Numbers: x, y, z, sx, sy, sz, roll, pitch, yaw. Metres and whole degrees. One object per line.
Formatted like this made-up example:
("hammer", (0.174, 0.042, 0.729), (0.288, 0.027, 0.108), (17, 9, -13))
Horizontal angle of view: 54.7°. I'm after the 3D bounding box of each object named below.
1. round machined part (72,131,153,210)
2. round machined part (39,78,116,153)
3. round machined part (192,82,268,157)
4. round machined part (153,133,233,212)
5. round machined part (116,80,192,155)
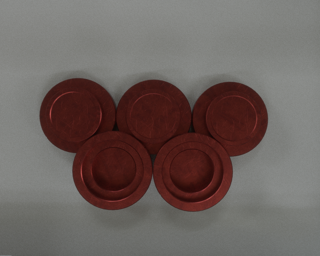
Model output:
("round machined part", (-0.058, 0.052, 0.401), (0.099, 0.042, 0.097), (0, 90, 0))
("round machined part", (-0.106, -0.016, 0.399), (0.099, 0.042, 0.097), (0, 89, -1))
("round machined part", (0.091, -0.011, 0.401), (0.099, 0.042, 0.097), (0, 89, 0))
("round machined part", (0.040, 0.054, 0.401), (0.099, 0.042, 0.097), (0, 90, 0))
("round machined part", (-0.008, -0.014, 0.400), (0.099, 0.042, 0.097), (0, 89, 0))
